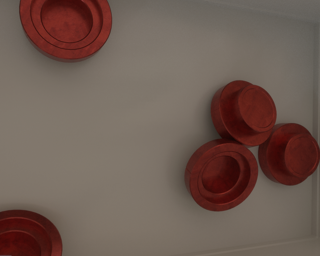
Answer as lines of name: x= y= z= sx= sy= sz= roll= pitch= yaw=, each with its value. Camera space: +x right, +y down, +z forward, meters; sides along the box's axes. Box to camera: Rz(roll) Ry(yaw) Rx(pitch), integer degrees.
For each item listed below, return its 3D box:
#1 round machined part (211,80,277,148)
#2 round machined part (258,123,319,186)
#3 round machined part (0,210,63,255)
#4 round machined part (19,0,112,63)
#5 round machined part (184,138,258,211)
round machined part: x=0.124 y=-0.022 z=0.436 sx=0.099 sy=0.042 sz=0.098 roll=8 pitch=72 yaw=-26
round machined part: x=0.206 y=0.041 z=0.480 sx=0.099 sy=0.042 sz=0.097 roll=0 pitch=90 yaw=-21
round machined part: x=-0.156 y=0.139 z=0.325 sx=0.099 sy=0.098 sz=0.042 roll=8 pitch=128 yaw=-20
round machined part: x=-0.109 y=-0.125 z=0.361 sx=0.099 sy=0.042 sz=0.097 roll=0 pitch=90 yaw=-21
round machined part: x=0.079 y=0.060 z=0.424 sx=0.099 sy=0.042 sz=0.097 roll=-5 pitch=107 yaw=-15
